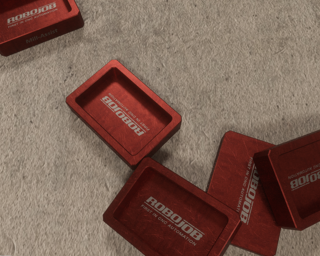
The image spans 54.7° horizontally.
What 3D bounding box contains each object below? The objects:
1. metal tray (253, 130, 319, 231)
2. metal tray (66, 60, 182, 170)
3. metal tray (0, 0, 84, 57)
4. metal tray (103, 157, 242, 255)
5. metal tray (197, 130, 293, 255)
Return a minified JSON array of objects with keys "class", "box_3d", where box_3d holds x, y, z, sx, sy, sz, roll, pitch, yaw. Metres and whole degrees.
[{"class":"metal tray","box_3d":[0.183,0.053,0.362,0.131,0.030,0.090,-16,82,-21]},{"class":"metal tray","box_3d":[-0.047,-0.020,0.411,0.130,0.030,0.090,42,75,13]},{"class":"metal tray","box_3d":[-0.193,-0.172,0.465,0.131,0.030,0.090,-25,72,-9]},{"class":"metal tray","box_3d":[0.012,0.102,0.345,0.130,0.030,0.090,29,76,27]},{"class":"metal tray","box_3d":[0.105,0.077,0.379,0.090,0.030,0.130,19,71,6]}]
